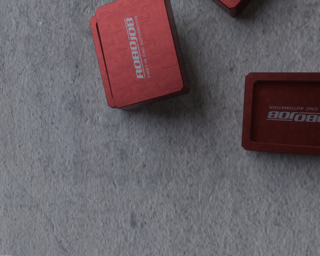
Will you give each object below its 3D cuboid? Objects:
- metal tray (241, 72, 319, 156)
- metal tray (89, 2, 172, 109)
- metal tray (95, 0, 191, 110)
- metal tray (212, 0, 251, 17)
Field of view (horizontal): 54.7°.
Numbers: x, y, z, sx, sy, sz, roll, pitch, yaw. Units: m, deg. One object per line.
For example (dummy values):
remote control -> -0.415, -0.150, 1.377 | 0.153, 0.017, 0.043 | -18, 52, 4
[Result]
metal tray -> 0.162, -0.016, 0.349 | 0.130, 0.030, 0.089 | 4, 91, 19
metal tray -> -0.037, -0.099, 0.418 | 0.090, 0.030, 0.129 | -15, 85, 19
metal tray -> -0.022, -0.096, 0.381 | 0.090, 0.030, 0.129 | -14, 85, 19
metal tray -> 0.074, -0.213, 0.379 | 0.130, 0.030, 0.090 | 45, 104, 14
